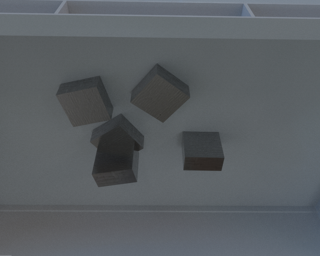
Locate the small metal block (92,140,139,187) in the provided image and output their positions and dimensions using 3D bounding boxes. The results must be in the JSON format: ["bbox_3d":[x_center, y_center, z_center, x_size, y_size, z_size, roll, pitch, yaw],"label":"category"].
[{"bbox_3d":[-0.055,0.045,0.398,0.050,0.050,0.025,-9,130,7],"label":"small metal block"}]

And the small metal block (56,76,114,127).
[{"bbox_3d":[-0.091,-0.032,0.381,0.050,0.025,0.050,-10,130,8],"label":"small metal block"}]

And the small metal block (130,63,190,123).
[{"bbox_3d":[0.000,-0.041,0.374,0.050,0.025,0.050,32,123,-24],"label":"small metal block"}]

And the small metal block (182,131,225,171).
[{"bbox_3d":[0.056,0.031,0.419,0.050,0.050,0.025,1,130,-1],"label":"small metal block"}]

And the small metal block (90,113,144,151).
[{"bbox_3d":[-0.057,0.015,0.421,0.050,0.025,0.050,-28,125,22],"label":"small metal block"}]
